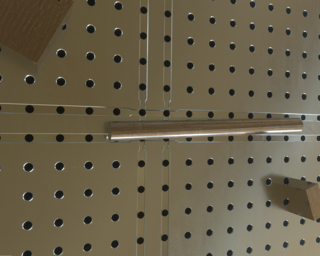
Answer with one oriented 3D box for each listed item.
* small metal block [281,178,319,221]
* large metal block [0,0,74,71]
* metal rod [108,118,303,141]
[{"bbox_3d":[0.224,0.110,0.485,0.025,0.050,0.050,-20,97,-19],"label":"small metal block"},{"bbox_3d":[-0.154,-0.122,0.343,0.080,0.050,0.080,30,80,-18],"label":"large metal block"},{"bbox_3d":[0.078,0.000,0.442,0.303,0.025,0.025,-2,91,-21],"label":"metal rod"}]
